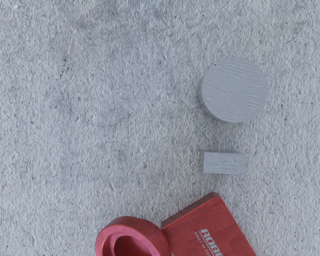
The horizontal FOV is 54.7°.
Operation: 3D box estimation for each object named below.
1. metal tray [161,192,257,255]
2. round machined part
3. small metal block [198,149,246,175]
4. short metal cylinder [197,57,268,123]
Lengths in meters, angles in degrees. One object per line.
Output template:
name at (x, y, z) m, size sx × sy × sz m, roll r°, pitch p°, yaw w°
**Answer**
metal tray at (0.071, 0.163, 0.408) m, size 0.090 × 0.030 × 0.130 m, roll -31°, pitch 90°, yaw 0°
round machined part at (-0.029, 0.154, 0.388) m, size 0.098 × 0.042 × 0.097 m, roll 8°, pitch 108°, yaw 24°
small metal block at (0.078, 0.043, 0.398) m, size 0.050 × 0.050 × 0.025 m, roll 3°, pitch 90°, yaw 0°
short metal cylinder at (0.091, -0.046, 0.398) m, size 0.081 × 0.050 × 0.080 m, roll 0°, pitch 90°, yaw 0°
